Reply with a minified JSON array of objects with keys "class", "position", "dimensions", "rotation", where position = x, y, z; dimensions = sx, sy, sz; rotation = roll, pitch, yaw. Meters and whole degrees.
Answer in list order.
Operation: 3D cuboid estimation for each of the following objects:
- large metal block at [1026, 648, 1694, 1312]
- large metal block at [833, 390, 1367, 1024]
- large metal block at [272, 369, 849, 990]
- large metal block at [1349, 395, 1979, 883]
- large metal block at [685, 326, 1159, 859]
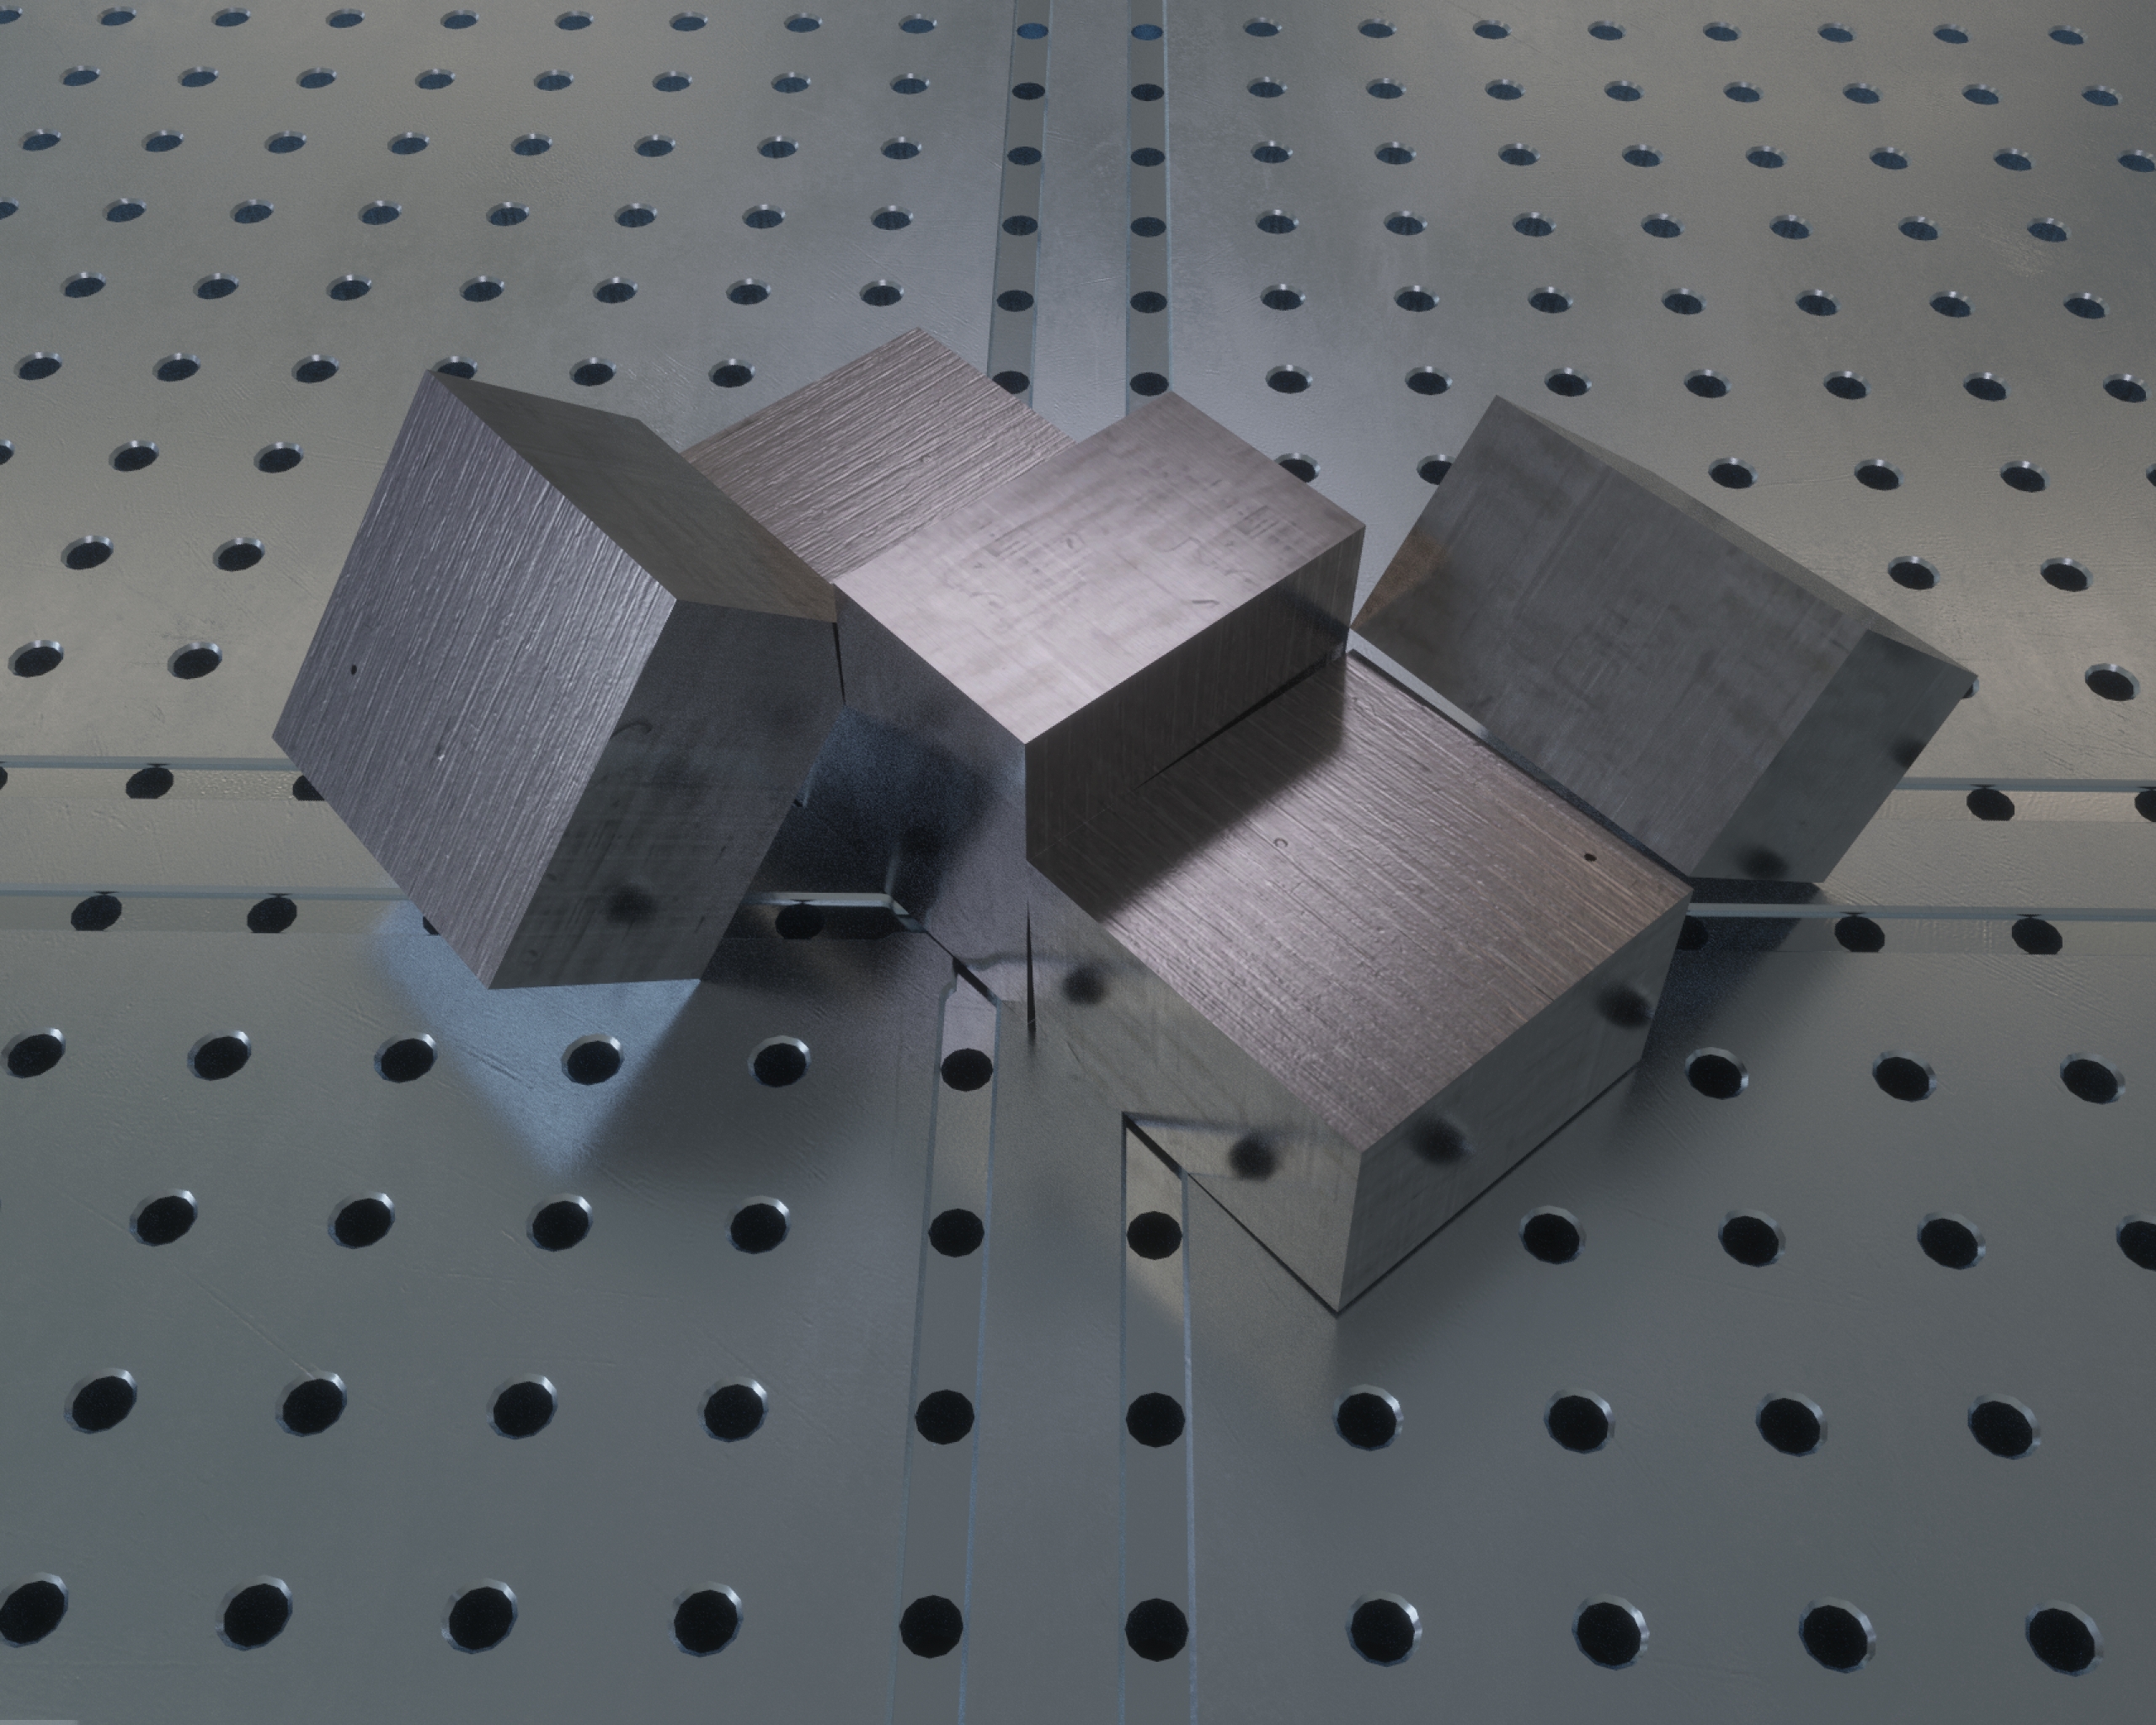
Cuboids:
[{"class":"large metal block","position":[0.048,0.018,0.376],"dimensions":[0.080,0.050,0.080],"rotation":[-34,56,-25]},{"class":"large metal block","position":[0.004,-0.029,0.396],"dimensions":[0.080,0.080,0.050],"rotation":[-35,59,-26]},{"class":"large metal block","position":[-0.095,-0.033,0.390],"dimensions":[0.080,0.080,0.050],"rotation":[42,22,29]},{"class":"large metal block","position":[0.113,-0.040,0.399],"dimensions":[0.080,0.050,0.080],"rotation":[42,21,28]},{"class":"large metal block","position":[-0.038,-0.057,0.439],"dimensions":[0.080,0.050,0.080],"rotation":[-35,59,-24]}]
